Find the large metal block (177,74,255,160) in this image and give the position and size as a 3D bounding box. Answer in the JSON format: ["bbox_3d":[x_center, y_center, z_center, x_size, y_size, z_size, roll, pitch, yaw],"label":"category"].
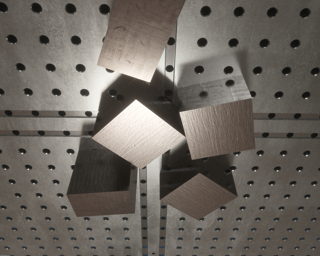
[{"bbox_3d":[0.070,-0.012,0.386,0.080,0.050,0.080,-11,130,8],"label":"large metal block"}]

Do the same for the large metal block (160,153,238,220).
[{"bbox_3d":[0.056,0.087,0.470,0.080,0.050,0.080,34,122,-26],"label":"large metal block"}]

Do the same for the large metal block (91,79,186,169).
[{"bbox_3d":[-0.026,-0.004,0.391,0.080,0.050,0.080,37,121,-27],"label":"large metal block"}]

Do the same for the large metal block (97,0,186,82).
[{"bbox_3d":[-0.018,-0.103,0.288,0.050,0.080,0.079,17,128,-14],"label":"large metal block"}]

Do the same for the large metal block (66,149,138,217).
[{"bbox_3d":[-0.077,0.075,0.438,0.080,0.080,0.050,-4,130,3],"label":"large metal block"}]
